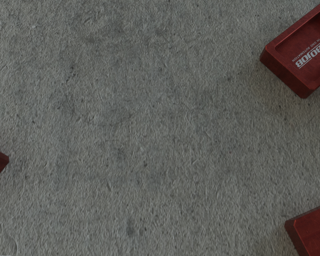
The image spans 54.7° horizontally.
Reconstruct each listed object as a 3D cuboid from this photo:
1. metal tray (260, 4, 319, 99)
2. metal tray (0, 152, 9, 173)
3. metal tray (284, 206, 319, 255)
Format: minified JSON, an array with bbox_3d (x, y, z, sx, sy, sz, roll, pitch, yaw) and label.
[{"bbox_3d":[0.223,-0.114,0.448,0.130,0.030,0.090,-38,75,-13],"label":"metal tray"},{"bbox_3d":[-0.266,0.065,0.379,0.090,0.030,0.130,30,73,10],"label":"metal tray"},{"bbox_3d":[0.216,0.152,0.351,0.091,0.030,0.130,-21,71,-8],"label":"metal tray"}]
